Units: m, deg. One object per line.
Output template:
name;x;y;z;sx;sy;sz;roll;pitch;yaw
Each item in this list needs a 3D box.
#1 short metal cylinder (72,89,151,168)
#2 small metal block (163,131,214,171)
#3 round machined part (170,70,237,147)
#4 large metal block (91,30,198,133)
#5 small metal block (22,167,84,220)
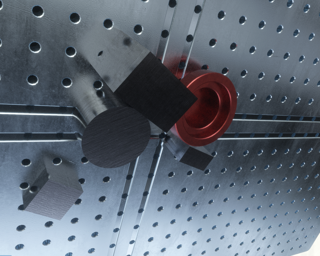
short metal cylinder;-0.058;0.000;0.365;0.081;0.050;0.079;-14;125;-21
small metal block;0.039;0.030;0.437;0.050;0.050;0.025;25;105;-37
round machined part;0.050;-0.028;0.405;0.099;0.042;0.097;-13;117;-28
large metal block;-0.018;-0.051;0.336;0.050;0.080;0.080;-48;129;5
small metal block;-0.135;0.084;0.390;0.050;0.025;0.050;33;99;-39
